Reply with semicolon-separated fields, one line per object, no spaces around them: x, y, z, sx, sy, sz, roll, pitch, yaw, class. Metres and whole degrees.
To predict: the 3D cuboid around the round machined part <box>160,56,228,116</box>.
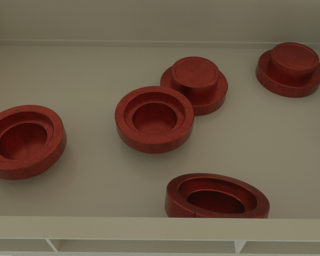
0.050;-0.067;0.451;0.099;0.042;0.098;0;50;0;round machined part

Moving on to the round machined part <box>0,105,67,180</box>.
-0.162;0.021;0.374;0.099;0.042;0.098;0;50;0;round machined part

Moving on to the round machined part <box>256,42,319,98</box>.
0.202;-0.095;0.477;0.099;0.042;0.098;0;50;0;round machined part

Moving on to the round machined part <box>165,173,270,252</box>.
0.053;0.083;0.305;0.099;0.042;0.098;6;14;-1;round machined part

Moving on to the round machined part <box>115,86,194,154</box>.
-0.007;-0.006;0.399;0.099;0.042;0.098;0;50;0;round machined part
